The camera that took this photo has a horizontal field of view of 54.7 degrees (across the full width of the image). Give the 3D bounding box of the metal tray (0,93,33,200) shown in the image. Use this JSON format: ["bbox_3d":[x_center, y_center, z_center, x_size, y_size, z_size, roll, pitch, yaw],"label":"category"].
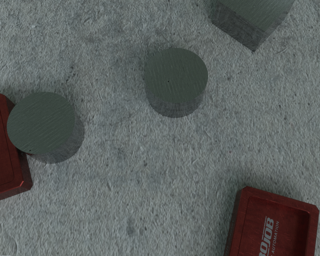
[{"bbox_3d":[-0.224,0.029,0.392,0.091,0.030,0.130,-19,71,-7],"label":"metal tray"}]

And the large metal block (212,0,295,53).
[{"bbox_3d":[0.138,-0.174,0.459,0.080,0.050,0.080,40,75,13],"label":"large metal block"}]

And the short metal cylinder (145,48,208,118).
[{"bbox_3d":[0.021,-0.060,0.417,0.081,0.050,0.080,0,70,0],"label":"short metal cylinder"}]

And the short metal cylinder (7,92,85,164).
[{"bbox_3d":[-0.142,0.001,0.393,0.081,0.050,0.080,0,70,0],"label":"short metal cylinder"}]

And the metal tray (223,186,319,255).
[{"bbox_3d":[0.123,0.142,0.354,0.090,0.030,0.130,16,71,5],"label":"metal tray"}]
